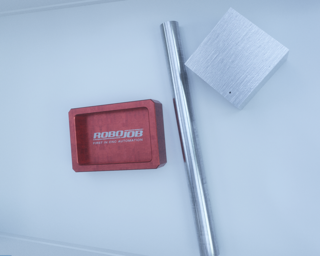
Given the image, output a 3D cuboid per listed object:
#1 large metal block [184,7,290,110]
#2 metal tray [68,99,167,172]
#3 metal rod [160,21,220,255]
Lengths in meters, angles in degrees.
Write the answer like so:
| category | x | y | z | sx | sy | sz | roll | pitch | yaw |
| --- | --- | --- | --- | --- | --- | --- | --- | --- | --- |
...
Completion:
| category | x | y | z | sx | sy | sz | roll | pitch | yaw |
| --- | --- | --- | --- | --- | --- | --- | --- | --- | --- |
| large metal block | 0.090 | -0.078 | 0.365 | 0.080 | 0.050 | 0.080 | 43 | 103 | 14 |
| metal tray | -0.060 | 0.012 | 0.427 | 0.130 | 0.030 | 0.089 | -5 | 88 | 19 |
| metal rod | 0.037 | 0.012 | 0.396 | 0.025 | 0.025 | 0.298 | -11 | 86 | 19 |
